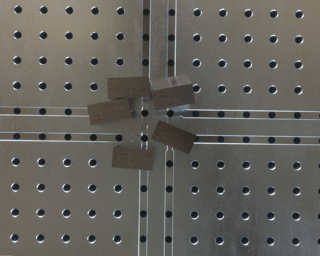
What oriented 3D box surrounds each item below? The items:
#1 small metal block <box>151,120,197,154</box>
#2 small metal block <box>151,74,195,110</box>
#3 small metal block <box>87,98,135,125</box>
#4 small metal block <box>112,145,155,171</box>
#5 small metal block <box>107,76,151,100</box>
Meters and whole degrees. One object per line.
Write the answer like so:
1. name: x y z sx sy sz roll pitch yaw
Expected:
1. small metal block: 0.017 0.011 0.401 0.050 0.050 0.025 22 90 0
2. small metal block: 0.015 -0.047 0.398 0.050 0.050 0.025 -10 113 0
3. small metal block: -0.061 -0.020 0.400 0.050 0.050 0.025 -11 90 0
4. small metal block: -0.033 0.037 0.401 0.050 0.050 0.025 5 90 0
5. small metal block: -0.038 -0.049 0.401 0.050 0.050 0.025 -2 90 0
